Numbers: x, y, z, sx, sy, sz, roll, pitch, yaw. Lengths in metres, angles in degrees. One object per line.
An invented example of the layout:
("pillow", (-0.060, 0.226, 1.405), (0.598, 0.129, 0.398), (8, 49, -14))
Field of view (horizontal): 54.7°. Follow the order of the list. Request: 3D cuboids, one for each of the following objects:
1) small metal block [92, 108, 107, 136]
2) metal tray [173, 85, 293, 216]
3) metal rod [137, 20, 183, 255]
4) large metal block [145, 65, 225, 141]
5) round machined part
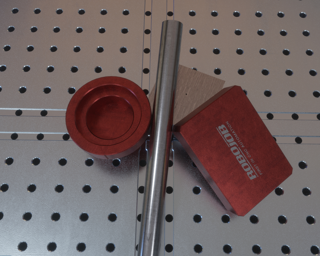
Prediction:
("small metal block", (-0.073, -0.011, 0.412), (0.050, 0.025, 0.050), (-21, 72, -8))
("metal tray", (0.088, 0.027, 0.369), (0.090, 0.030, 0.130), (-37, 99, -12))
("metal rod", (-0.001, 0.025, 0.356), (0.025, 0.025, 0.298), (6, 86, 2))
("large metal block", (0.030, -0.031, 0.407), (0.080, 0.050, 0.080), (22, 71, 7))
("round machined part", (-0.058, -0.009, 0.373), (0.099, 0.042, 0.098), (-1, 71, 3))
